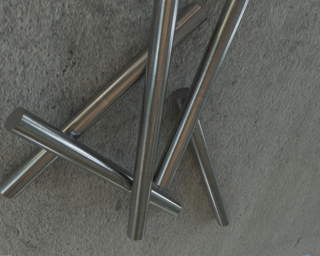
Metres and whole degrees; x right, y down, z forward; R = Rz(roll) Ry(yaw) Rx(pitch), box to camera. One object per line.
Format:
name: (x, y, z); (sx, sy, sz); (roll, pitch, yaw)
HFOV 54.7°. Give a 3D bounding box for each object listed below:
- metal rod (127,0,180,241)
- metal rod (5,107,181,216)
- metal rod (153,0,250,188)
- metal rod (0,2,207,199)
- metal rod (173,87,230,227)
metal rod: (-0.013, 0.008, 0.362); (0.025, 0.025, 0.298); (-4, 116, -27)
metal rod: (-0.055, 0.060, 0.392); (0.025, 0.025, 0.300); (-45, 136, 3)
metal rod: (0.057, -0.066, 0.370); (0.025, 0.025, 0.298); (15, 103, -34)
metal rod: (-0.065, -0.030, 0.352); (0.300, 0.025, 0.025); (-43, 129, 1)
metal rod: (0.073, 0.064, 0.486); (0.025, 0.025, 0.299); (-30, 129, -9)
